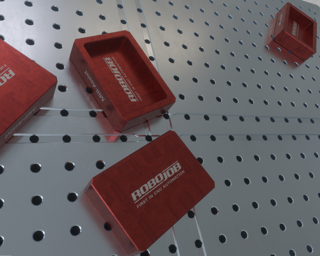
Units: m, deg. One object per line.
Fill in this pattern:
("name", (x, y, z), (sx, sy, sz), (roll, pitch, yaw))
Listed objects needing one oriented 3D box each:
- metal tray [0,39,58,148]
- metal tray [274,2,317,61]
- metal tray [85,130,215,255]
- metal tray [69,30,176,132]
("metal tray", (-0.185, -0.032, 0.325), (0.090, 0.030, 0.130), (35, 51, -5))
("metal tray", (0.310, -0.221, 0.705), (0.090, 0.030, 0.130), (31, 52, -9))
("metal tray", (-0.007, 0.068, 0.359), (0.131, 0.030, 0.090), (-31, 79, -38))
("metal tray", (-0.050, -0.068, 0.419), (0.091, 0.030, 0.130), (-25, 75, -37))
